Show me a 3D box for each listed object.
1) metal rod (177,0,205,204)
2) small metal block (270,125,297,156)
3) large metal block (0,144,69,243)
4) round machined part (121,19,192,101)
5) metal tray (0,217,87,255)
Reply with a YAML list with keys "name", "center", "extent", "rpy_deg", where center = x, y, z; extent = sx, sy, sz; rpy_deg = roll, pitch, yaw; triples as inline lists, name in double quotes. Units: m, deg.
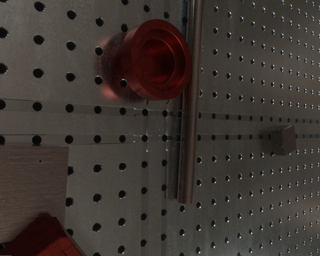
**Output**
- name: "metal rod"
  center: [0.045, -0.043, 0.448]
  extent: [0.025, 0.025, 0.298]
  rpy_deg: [6, 86, -40]
- name: "small metal block"
  center: [0.248, 0.024, 0.621]
  extent: [0.050, 0.025, 0.050]
  rpy_deg: [-16, 101, -39]
- name: "large metal block"
  center: [-0.134, 0.055, 0.282]
  extent: [0.081, 0.050, 0.080]
  rpy_deg: [5, 87, -40]
- name: "round machined part"
  center: [-0.009, -0.083, 0.392]
  extent: [0.099, 0.042, 0.097]
  rpy_deg: [0, 90, -40]
- name: "metal tray"
  center: [-0.103, 0.152, 0.283]
  extent: [0.090, 0.030, 0.129]
  rpy_deg: [-35, 130, -20]
